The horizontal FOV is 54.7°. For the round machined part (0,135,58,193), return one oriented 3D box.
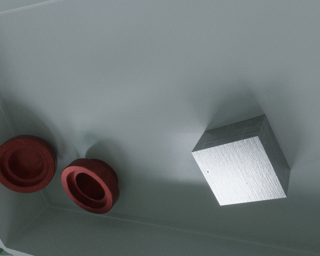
[{"bbox_3d":[-0.226,0.058,0.530,0.099,0.042,0.097,-2,105,-6],"label":"round machined part"}]

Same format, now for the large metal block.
[{"bbox_3d":[0.097,0.040,0.365,0.080,0.050,0.080,-18,109,35],"label":"large metal block"}]

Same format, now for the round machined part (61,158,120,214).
[{"bbox_3d":[-0.109,0.090,0.508,0.098,0.042,0.097,13,124,20],"label":"round machined part"}]
